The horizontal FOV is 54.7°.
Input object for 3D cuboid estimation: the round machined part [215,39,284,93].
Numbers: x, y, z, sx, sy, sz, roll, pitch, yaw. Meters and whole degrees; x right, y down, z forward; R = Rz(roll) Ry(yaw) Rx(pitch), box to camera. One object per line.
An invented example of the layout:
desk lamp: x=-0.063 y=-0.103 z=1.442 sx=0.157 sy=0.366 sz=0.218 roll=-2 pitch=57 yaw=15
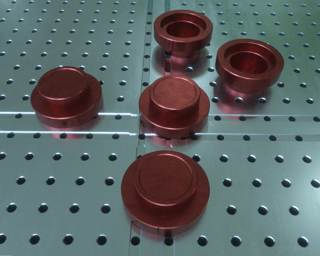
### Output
round machined part: x=0.134 y=-0.091 z=0.475 sx=0.099 sy=0.042 sz=0.098 roll=0 pitch=50 yaw=0

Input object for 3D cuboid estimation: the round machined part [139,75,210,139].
round machined part: x=0.020 y=-0.036 z=0.427 sx=0.099 sy=0.042 sz=0.098 roll=0 pitch=50 yaw=0

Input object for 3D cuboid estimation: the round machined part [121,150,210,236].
round machined part: x=0.006 y=0.064 z=0.343 sx=0.099 sy=0.042 sz=0.098 roll=0 pitch=50 yaw=0

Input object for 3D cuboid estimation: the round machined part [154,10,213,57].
round machined part: x=0.039 y=-0.158 z=0.530 sx=0.099 sy=0.042 sz=0.098 roll=0 pitch=50 yaw=0

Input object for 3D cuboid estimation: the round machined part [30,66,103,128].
round machined part: x=-0.132 y=-0.050 z=0.437 sx=0.099 sy=0.042 sz=0.098 roll=0 pitch=50 yaw=0
